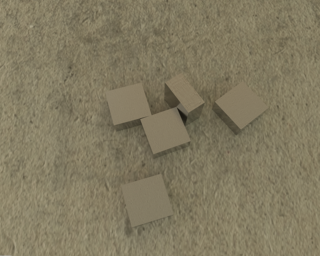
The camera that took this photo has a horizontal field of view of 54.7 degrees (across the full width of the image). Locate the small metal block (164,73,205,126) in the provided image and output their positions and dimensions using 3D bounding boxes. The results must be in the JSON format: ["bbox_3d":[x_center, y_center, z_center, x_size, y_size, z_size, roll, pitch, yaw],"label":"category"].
[{"bbox_3d":[0.031,-0.036,0.408,0.025,0.050,0.050,-33,74,-12],"label":"small metal block"}]

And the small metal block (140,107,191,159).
[{"bbox_3d":[0.007,0.007,0.406,0.050,0.025,0.050,-19,72,-7],"label":"small metal block"}]

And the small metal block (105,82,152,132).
[{"bbox_3d":[-0.042,-0.028,0.418,0.050,0.025,0.050,-15,71,-6],"label":"small metal block"}]

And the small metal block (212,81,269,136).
[{"bbox_3d":[0.108,-0.027,0.419,0.050,0.025,0.050,-36,74,-13],"label":"small metal block"}]

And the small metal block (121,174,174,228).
[{"bbox_3d":[-0.015,0.089,0.376,0.050,0.025,0.050,-16,71,-6],"label":"small metal block"}]
